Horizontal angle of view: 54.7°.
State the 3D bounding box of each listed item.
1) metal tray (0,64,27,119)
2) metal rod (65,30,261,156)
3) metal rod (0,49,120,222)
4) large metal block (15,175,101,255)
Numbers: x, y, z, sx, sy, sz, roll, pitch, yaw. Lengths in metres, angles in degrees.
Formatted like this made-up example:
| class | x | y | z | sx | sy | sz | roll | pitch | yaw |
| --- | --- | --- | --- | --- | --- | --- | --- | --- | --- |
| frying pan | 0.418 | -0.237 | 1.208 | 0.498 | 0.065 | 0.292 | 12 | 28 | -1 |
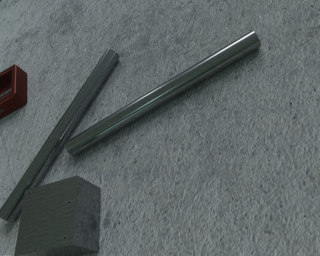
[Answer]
| class | x | y | z | sx | sy | sz | roll | pitch | yaw |
| --- | --- | --- | --- | --- | --- | --- | --- | --- | --- |
| metal tray | -0.320 | -0.057 | 0.599 | 0.130 | 0.030 | 0.090 | -27 | 53 | 11 |
| metal rod | -0.002 | -0.044 | 0.430 | 0.301 | 0.025 | 0.025 | -30 | 52 | 8 |
| metal rod | -0.149 | 0.002 | 0.478 | 0.025 | 0.025 | 0.300 | 18 | 71 | 34 |
| large metal block | -0.122 | 0.113 | 0.381 | 0.080 | 0.050 | 0.080 | -17 | 55 | 18 |
